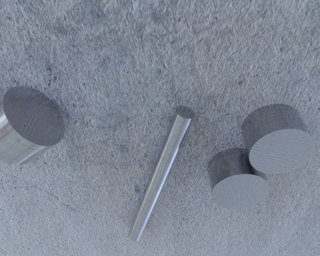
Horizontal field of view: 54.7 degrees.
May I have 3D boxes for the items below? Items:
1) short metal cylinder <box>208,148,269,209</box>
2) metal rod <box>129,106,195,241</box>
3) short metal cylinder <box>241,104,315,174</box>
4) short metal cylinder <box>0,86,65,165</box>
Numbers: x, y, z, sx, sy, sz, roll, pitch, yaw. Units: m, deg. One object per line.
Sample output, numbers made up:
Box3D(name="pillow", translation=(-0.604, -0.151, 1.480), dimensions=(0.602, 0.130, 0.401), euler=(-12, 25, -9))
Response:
Box3D(name="short metal cylinder", translation=(0.113, 0.075, 0.456), dimensions=(0.081, 0.050, 0.079), euler=(0, 130, 0))
Box3D(name="metal rod", translation=(-0.007, 0.090, 0.483), dimensions=(0.025, 0.025, 0.298), euler=(12, 129, -10))
Box3D(name="short metal cylinder", translation=(0.152, 0.015, 0.405), dimensions=(0.081, 0.050, 0.079), euler=(0, 130, 0))
Box3D(name="short metal cylinder", translation=(-0.162, -0.003, 0.367), dimensions=(0.050, 0.080, 0.080), euler=(-32, 123, 24))
